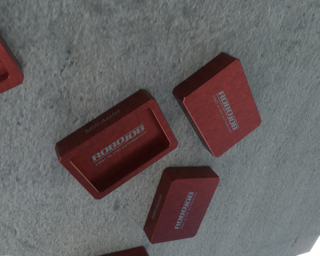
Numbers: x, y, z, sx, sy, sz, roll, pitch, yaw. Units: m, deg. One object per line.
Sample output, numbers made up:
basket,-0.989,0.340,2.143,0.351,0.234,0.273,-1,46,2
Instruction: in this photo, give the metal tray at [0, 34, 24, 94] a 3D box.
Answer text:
metal tray,-0.200,-0.053,0.261,0.131,0.030,0.090,-29,129,-11

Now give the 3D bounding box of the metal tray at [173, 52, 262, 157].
metal tray,0.085,-0.028,0.435,0.090,0.030,0.130,-38,130,-3

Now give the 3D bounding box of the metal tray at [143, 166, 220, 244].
metal tray,0.034,0.124,0.501,0.091,0.030,0.129,3,117,-30

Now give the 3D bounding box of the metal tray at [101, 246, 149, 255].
metal tray,-0.086,0.252,0.513,0.131,0.030,0.089,-2,119,-28

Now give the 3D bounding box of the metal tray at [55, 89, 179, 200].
metal tray,-0.050,0.022,0.391,0.130,0.030,0.090,-34,129,-7
